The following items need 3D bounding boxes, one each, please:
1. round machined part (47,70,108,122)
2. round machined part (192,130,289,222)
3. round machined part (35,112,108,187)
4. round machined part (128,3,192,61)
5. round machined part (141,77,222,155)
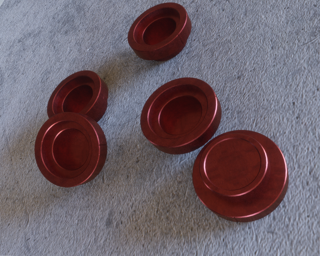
[{"bbox_3d":[-0.122,-0.038,0.480,0.098,0.042,0.098,-13,56,21],"label":"round machined part"},{"bbox_3d":[0.080,0.045,0.324,0.098,0.042,0.098,-13,56,21],"label":"round machined part"},{"bbox_3d":[-0.115,0.029,0.419,0.098,0.042,0.097,-1,87,18],"label":"round machined part"},{"bbox_3d":[0.003,-0.143,0.479,0.098,0.042,0.098,-13,56,21],"label":"round machined part"},{"bbox_3d":[0.029,-0.011,0.385,0.098,0.042,0.098,-13,56,21],"label":"round machined part"}]
